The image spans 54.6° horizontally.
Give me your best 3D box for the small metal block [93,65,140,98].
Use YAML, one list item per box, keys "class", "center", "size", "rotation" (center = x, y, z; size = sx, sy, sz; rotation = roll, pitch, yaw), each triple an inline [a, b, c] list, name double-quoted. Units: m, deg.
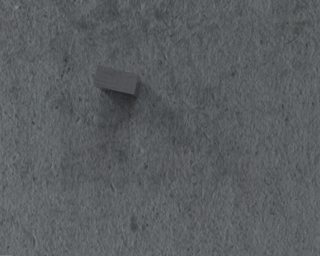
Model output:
- class: "small metal block"
  center: [-0.053, -0.058, 0.397]
  size: [0.050, 0.050, 0.025]
  rotation: [13, 90, 0]
